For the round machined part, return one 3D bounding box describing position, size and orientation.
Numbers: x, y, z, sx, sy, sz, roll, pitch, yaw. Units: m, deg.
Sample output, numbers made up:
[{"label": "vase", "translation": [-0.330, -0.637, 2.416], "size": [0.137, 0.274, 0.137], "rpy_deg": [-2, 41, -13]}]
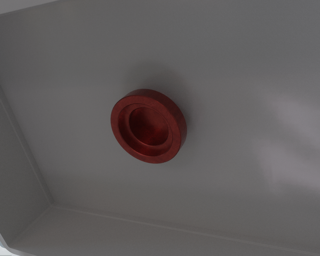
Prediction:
[{"label": "round machined part", "translation": [-0.011, -0.006, 0.400], "size": [0.098, 0.042, 0.097], "rpy_deg": [13, 124, 21]}]
